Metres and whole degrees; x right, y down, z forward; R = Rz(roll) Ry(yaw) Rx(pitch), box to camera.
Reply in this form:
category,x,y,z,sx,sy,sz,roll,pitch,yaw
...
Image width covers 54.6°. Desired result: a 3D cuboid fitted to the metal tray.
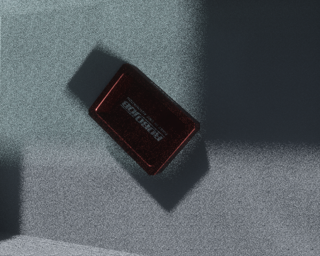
category,x,y,z,sx,sy,sz,roll,pitch,yaw
metal tray,-0.023,-0.012,0.416,0.130,0.030,0.090,43,103,15
